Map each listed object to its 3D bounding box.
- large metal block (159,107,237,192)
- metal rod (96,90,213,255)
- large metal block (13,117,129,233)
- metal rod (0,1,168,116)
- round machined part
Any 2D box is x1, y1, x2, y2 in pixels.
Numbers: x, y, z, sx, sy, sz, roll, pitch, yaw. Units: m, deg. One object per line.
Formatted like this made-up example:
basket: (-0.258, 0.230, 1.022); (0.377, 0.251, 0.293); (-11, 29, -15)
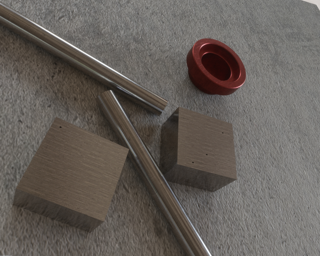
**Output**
large metal block: (0.047, 0.029, 0.397); (0.081, 0.050, 0.080); (17, 55, -19)
metal rod: (0.008, 0.083, 0.358); (0.025, 0.025, 0.299); (-22, 74, -36)
large metal block: (-0.087, 0.048, 0.312); (0.080, 0.050, 0.080); (26, 53, -13)
metal rod: (-0.125, -0.100, 0.398); (0.301, 0.025, 0.025); (30, 52, -10)
round machined part: (0.085, -0.093, 0.497); (0.099, 0.042, 0.098); (14, 56, -21)
